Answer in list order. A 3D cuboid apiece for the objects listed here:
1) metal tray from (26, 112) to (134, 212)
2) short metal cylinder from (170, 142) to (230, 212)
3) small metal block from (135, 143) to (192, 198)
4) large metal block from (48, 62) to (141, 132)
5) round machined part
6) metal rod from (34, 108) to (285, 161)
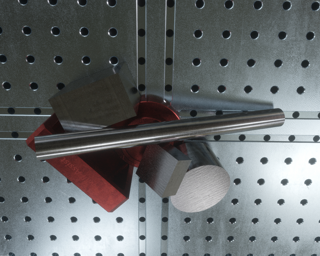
[{"bbox_3d":[-0.092,0.035,0.389,0.030,0.090,0.130,-42,105,14],"label":"metal tray"},{"bbox_3d":[0.045,0.065,0.412,0.081,0.050,0.079,-8,124,-13],"label":"short metal cylinder"},{"bbox_3d":[0.003,0.047,0.371,0.025,0.050,0.050,4,115,-47],"label":"small metal block"},{"bbox_3d":[-0.072,-0.036,0.368,0.080,0.080,0.050,-20,109,7],"label":"large metal block"},{"bbox_3d":[-0.017,0.012,0.411,0.099,0.042,0.097,0,110,-1],"label":"round machined part"},{"bbox_3d":[0.016,0.003,0.364,0.303,0.025,0.025,-7,111,-19],"label":"metal rod"}]
